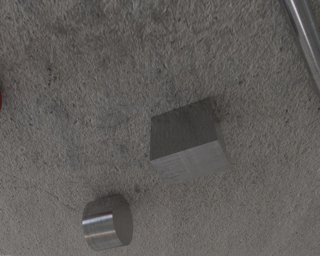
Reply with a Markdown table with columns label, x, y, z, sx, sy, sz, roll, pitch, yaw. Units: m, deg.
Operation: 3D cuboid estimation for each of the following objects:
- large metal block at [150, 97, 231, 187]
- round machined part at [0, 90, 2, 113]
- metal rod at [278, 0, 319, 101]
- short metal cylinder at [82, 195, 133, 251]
| label | x | y | z | sx | sy | sz | roll | pitch | yaw |
| --- | --- | --- | --- | --- | --- | --- | --- | --- | --- |
| large metal block | 0.035 | 0.017 | 0.386 | 0.080 | 0.080 | 0.050 | -19 | 128 | 15 |
| round machined part | -0.223 | -0.025 | 0.336 | 0.099 | 0.042 | 0.097 | -29 | 132 | -37 |
| metal rod | 0.164 | -0.086 | 0.335 | 0.025 | 0.025 | 0.300 | -27 | 125 | 21 |
| short metal cylinder | -0.082 | 0.153 | 0.500 | 0.050 | 0.080 | 0.080 | -15 | 129 | 12 |
